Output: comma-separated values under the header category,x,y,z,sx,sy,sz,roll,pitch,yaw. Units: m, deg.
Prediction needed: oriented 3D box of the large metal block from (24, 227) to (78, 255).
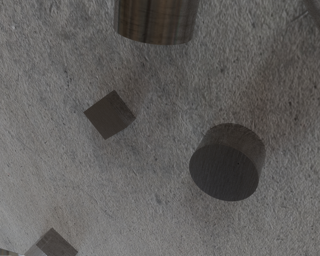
category,x,y,z,sx,sy,sz,roll,pitch,yaw
large metal block,-0.244,0.281,0.693,0.080,0.050,0.080,45,129,-4

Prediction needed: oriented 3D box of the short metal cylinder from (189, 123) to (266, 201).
category,x,y,z,sx,sy,sz,roll,pitch,yaw
short metal cylinder,0.082,0.041,0.373,0.080,0.050,0.079,13,124,21

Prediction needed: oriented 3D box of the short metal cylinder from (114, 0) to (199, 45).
category,x,y,z,sx,sy,sz,roll,pitch,yaw
short metal cylinder,-0.003,-0.119,0.299,0.080,0.080,0.050,20,126,16

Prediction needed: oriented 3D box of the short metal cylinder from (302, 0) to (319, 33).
category,x,y,z,sx,sy,sz,roll,pitch,yaw
short metal cylinder,0.149,-0.108,0.226,0.080,0.080,0.050,-27,104,37

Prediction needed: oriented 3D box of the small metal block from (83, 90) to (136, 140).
category,x,y,z,sx,sy,sz,roll,pitch,yaw
small metal block,-0.070,-0.018,0.433,0.050,0.025,0.050,-28,103,37
